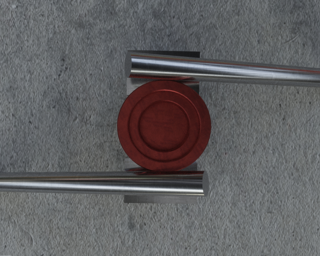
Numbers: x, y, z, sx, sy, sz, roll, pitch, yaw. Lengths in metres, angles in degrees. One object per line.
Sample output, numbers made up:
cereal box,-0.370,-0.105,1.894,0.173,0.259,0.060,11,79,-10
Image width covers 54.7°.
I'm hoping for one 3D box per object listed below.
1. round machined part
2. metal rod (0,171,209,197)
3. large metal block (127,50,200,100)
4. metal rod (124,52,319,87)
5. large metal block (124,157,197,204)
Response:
round machined part,0.004,-0.002,0.344,0.099,0.042,0.097,0,90,-1
metal rod,-0.095,0.063,0.354,0.301,0.025,0.025,-4,90,22
large metal block,0.004,-0.061,0.384,0.081,0.080,0.050,1,90,-1
metal rod,0.109,-0.063,0.359,0.303,0.025,0.025,-1,90,-22
large metal block,0.001,0.059,0.384,0.081,0.080,0.050,1,90,-1
